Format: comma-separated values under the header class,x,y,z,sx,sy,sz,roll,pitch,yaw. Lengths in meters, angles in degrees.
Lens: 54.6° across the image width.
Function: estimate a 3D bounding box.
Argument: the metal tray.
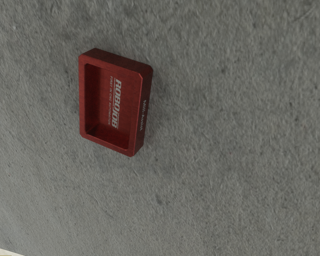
class,x,y,z,sx,sy,sz,roll,pitch,yaw
metal tray,-0.063,-0.032,0.417,0.090,0.030,0.129,21,126,16
